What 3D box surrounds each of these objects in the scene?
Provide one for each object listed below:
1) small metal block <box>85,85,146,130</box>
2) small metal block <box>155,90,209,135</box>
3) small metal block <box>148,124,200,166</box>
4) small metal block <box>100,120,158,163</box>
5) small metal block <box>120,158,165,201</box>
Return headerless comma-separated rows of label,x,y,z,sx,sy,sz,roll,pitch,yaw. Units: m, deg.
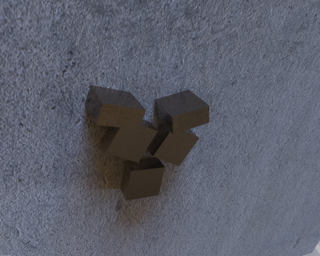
small metal block,-0.051,-0.023,0.348,0.050,0.050,0.025,7,115,-32
small metal block,0.027,-0.022,0.392,0.050,0.050,0.025,-18,126,-18
small metal block,0.018,0.020,0.429,0.050,0.025,0.050,25,105,-37
small metal block,-0.040,0.011,0.392,0.050,0.025,0.050,22,107,-36
small metal block,-0.025,0.071,0.437,0.050,0.025,0.050,-3,120,-27
